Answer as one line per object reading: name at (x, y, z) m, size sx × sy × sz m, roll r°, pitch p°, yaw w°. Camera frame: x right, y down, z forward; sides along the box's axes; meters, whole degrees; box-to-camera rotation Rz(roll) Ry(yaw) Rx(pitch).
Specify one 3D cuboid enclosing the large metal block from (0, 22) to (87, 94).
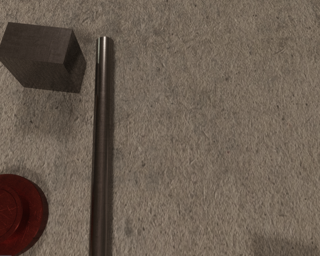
large metal block at (-0.151, -0.090, 0.410) m, size 0.080 × 0.080 × 0.050 m, roll 7°, pitch 70°, yaw 2°

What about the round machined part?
round machined part at (-0.186, 0.101, 0.360) m, size 0.099 × 0.042 × 0.098 m, roll 0°, pitch 70°, yaw -1°

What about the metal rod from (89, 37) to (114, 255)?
metal rod at (-0.074, 0.014, 0.401) m, size 0.025 × 0.025 × 0.299 m, roll -2°, pitch 70°, yaw -1°
